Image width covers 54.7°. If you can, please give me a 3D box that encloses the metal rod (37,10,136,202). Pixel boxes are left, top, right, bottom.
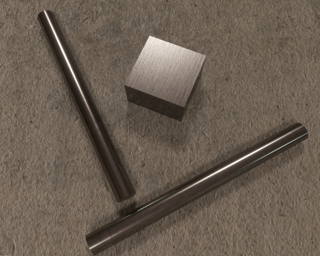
[{"bbox_3d":[-0.106,-0.041,0.421,0.025,0.025,0.299,-25,72,-9],"label":"metal rod"}]

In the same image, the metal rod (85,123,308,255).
[{"bbox_3d":[0.053,0.070,0.383,0.302,0.025,0.025,-26,72,-10],"label":"metal rod"}]

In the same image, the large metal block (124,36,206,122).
[{"bbox_3d":[0.008,-0.066,0.419,0.080,0.050,0.080,22,71,7],"label":"large metal block"}]
